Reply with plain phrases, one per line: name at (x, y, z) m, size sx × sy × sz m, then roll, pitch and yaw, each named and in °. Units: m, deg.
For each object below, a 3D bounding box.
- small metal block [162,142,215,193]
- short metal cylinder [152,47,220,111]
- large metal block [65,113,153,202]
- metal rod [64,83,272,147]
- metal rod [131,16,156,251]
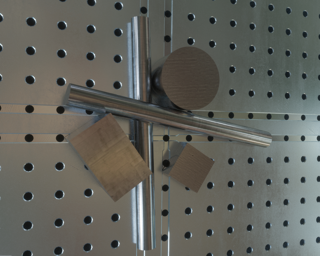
small metal block at (0.039, 0.054, 0.429) m, size 0.050 × 0.025 × 0.050 m, roll 35°, pitch 79°, yaw -17°
short metal cylinder at (0.031, -0.062, 0.412) m, size 0.081 × 0.050 × 0.079 m, roll 0°, pitch 90°, yaw -21°
large metal block at (-0.063, 0.031, 0.360) m, size 0.050 × 0.080 × 0.080 m, roll -37°, pitch 102°, yaw -16°
metal rod at (0.031, -0.009, 0.405) m, size 0.302 × 0.025 × 0.025 m, roll 12°, pitch 86°, yaw -28°
metal rod at (-0.022, 0.007, 0.406) m, size 0.025 × 0.025 × 0.298 m, roll -2°, pitch 91°, yaw -20°
